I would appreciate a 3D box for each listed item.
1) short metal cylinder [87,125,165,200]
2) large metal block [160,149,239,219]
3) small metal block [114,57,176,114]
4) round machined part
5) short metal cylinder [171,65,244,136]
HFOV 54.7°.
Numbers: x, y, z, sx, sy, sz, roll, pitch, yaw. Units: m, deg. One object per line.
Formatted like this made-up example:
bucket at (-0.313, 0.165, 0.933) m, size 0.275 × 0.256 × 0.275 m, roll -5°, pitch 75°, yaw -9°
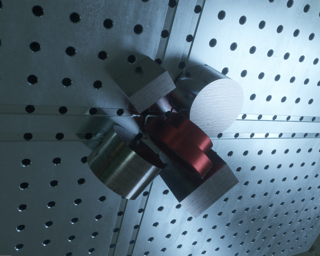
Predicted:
short metal cylinder at (-0.041, 0.041, 0.379) m, size 0.050 × 0.080 × 0.080 m, roll -50°, pitch 129°, yaw 6°
large metal block at (0.051, 0.067, 0.448) m, size 0.080 × 0.080 × 0.050 m, roll -40°, pitch 130°, yaw -2°
small metal block at (-0.018, -0.050, 0.355) m, size 0.050 × 0.050 × 0.025 m, roll -36°, pitch 130°, yaw -5°
round machined part at (0.027, 0.017, 0.392) m, size 0.042 × 0.098 × 0.098 m, roll -50°, pitch 130°, yaw -9°
short metal cylinder at (0.062, -0.036, 0.408) m, size 0.081 × 0.050 × 0.079 m, roll -14°, pitch 125°, yaw -21°
